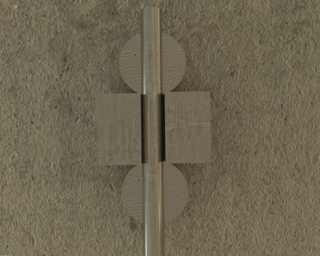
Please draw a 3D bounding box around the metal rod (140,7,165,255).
[{"bbox_3d":[-0.009,0.013,0.361,0.025,0.025,0.298,-1,90,0],"label":"metal rod"}]

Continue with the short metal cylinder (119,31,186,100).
[{"bbox_3d":[-0.009,-0.078,0.398,0.081,0.050,0.080,0,90,0],"label":"short metal cylinder"}]

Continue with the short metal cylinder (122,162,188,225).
[{"bbox_3d":[-0.006,0.078,0.399,0.081,0.050,0.080,0,90,0],"label":"short metal cylinder"}]

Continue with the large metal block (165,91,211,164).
[{"bbox_3d":[0.031,-0.001,0.384,0.050,0.080,0.080,-1,90,0],"label":"large metal block"}]

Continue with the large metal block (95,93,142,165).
[{"bbox_3d":[-0.046,0.001,0.383,0.050,0.080,0.080,-1,90,0],"label":"large metal block"}]
